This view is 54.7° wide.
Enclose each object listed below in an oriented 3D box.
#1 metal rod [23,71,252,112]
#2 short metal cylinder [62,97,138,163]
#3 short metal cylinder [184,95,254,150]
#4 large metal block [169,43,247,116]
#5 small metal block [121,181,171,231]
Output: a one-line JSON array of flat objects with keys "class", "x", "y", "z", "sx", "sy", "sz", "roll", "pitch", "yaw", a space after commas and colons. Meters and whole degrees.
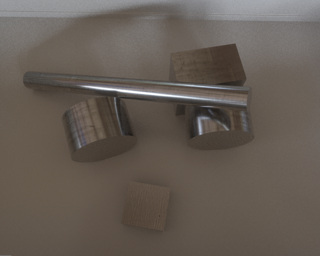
[{"class": "metal rod", "x": -0.046, "y": -0.048, "z": 0.372, "sx": 0.301, "sy": 0.025, "sz": 0.025, "roll": 8, "pitch": 69, "yaw": 24}, {"class": "short metal cylinder", "x": -0.073, "y": 0.004, "z": 0.378, "sx": 0.081, "sy": 0.080, "sz": 0.050, "roll": -17, "pitch": 71, "yaw": -7}, {"class": "short metal cylinder", "x": 0.072, "y": -0.007, "z": 0.384, "sx": 0.081, "sy": 0.080, "sz": 0.050, "roll": -3, "pitch": 70, "yaw": -1}, {"class": "large metal block", "x": 0.057, "y": -0.060, "z": 0.403, "sx": 0.081, "sy": 0.080, "sz": 0.050, "roll": -10, "pitch": 71, "yaw": -4}, {"class": "small metal block", "x": -0.016, "y": 0.095, "z": 0.375, "sx": 0.050, "sy": 0.025, "sz": 0.050, "roll": 9, "pitch": 70, "yaw": 3}]
